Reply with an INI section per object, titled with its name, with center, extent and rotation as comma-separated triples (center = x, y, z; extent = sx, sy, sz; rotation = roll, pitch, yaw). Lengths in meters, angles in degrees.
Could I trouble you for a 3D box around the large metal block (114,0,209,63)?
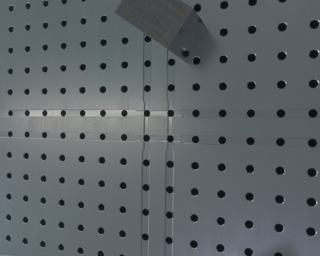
[large metal block]
center = 0.005, -0.130, 0.382
extent = 0.080, 0.080, 0.050
rotation = 38, 102, 16
